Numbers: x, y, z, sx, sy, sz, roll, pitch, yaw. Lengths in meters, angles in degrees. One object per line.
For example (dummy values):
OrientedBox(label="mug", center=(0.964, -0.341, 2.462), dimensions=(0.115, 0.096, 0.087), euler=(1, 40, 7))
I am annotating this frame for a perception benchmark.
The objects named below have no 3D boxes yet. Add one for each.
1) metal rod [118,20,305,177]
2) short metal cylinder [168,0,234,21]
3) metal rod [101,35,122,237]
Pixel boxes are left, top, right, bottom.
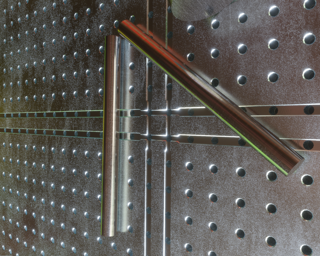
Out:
OrientedBox(label="metal rod", center=(0.040, -0.054, 0.375), dimensions=(0.300, 0.025, 0.025), euler=(45, 117, 30))
OrientedBox(label="short metal cylinder", center=(0.043, -0.163, 0.338), dimensions=(0.080, 0.081, 0.050), euler=(-29, 72, 36))
OrientedBox(label="metal rod", center=(-0.074, 0.012, 0.470), dimensions=(0.025, 0.025, 0.298), euler=(2, 92, 40))
